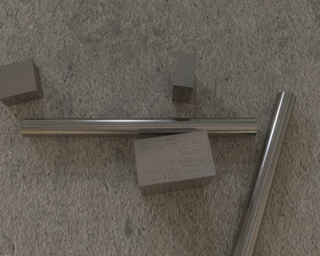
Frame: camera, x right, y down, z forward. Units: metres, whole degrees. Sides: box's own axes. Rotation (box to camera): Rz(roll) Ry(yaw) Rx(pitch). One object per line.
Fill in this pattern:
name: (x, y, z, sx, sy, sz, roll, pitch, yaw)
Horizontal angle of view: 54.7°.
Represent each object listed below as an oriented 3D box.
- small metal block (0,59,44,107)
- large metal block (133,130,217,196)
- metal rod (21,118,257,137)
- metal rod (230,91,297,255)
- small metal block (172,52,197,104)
small metal block: (-0.194, -0.063, 0.429, 0.050, 0.025, 0.050, -15, 71, -6)
large metal block: (0.015, 0.044, 0.363, 0.081, 0.080, 0.050, -8, 71, -3)
metal rod: (-0.026, -0.001, 0.408, 0.302, 0.025, 0.025, 0, 70, -1)
metal rod: (0.119, 0.087, 0.377, 0.025, 0.025, 0.300, 21, 71, 7)
small metal block: (0.033, -0.067, 0.420, 0.025, 0.050, 0.050, 8, 70, 3)
